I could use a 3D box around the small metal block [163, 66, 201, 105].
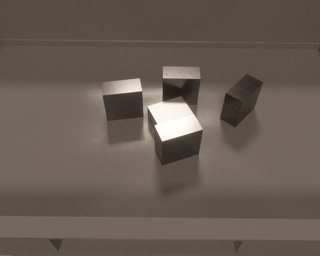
[{"bbox_3d":[0.029,-0.060,0.439,0.050,0.050,0.025,1,50,0],"label":"small metal block"}]

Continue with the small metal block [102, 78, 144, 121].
[{"bbox_3d":[-0.050,-0.038,0.420,0.050,0.050,0.025,-7,51,-6],"label":"small metal block"}]

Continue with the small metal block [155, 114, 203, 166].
[{"bbox_3d":[0.022,0.015,0.376,0.050,0.050,0.025,-16,52,-13],"label":"small metal block"}]

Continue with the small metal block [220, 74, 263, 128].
[{"bbox_3d":[0.110,-0.037,0.421,0.025,0.050,0.050,35,58,25],"label":"small metal block"}]

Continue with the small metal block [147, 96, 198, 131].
[{"bbox_3d":[0.016,-0.011,0.415,0.050,0.025,0.050,-18,53,-15],"label":"small metal block"}]
